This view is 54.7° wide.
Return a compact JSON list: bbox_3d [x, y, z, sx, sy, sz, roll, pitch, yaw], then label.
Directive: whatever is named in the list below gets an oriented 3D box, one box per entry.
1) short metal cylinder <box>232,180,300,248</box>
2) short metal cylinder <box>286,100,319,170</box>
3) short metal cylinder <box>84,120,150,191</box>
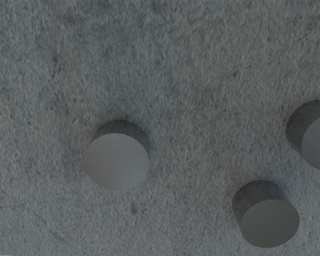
[{"bbox_3d":[0.149,0.123,0.444,0.081,0.050,0.079,0,110,-1],"label":"short metal cylinder"},{"bbox_3d":[0.214,0.009,0.403,0.081,0.050,0.079,0,110,-1],"label":"short metal cylinder"},{"bbox_3d":[-0.054,0.035,0.409,0.081,0.050,0.079,0,110,-1],"label":"short metal cylinder"}]
